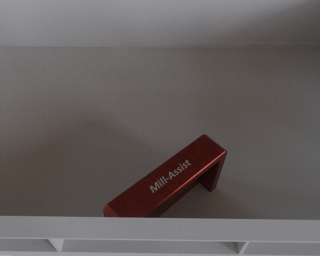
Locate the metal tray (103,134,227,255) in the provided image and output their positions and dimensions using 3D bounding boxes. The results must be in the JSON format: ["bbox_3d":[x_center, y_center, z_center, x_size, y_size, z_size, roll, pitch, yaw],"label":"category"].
[{"bbox_3d":[0.008,0.073,0.317,0.131,0.090,0.030,-33,58,-27],"label":"metal tray"}]
